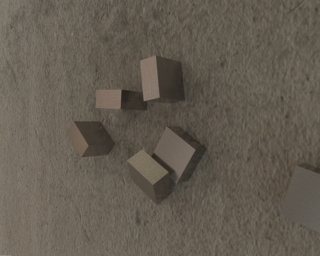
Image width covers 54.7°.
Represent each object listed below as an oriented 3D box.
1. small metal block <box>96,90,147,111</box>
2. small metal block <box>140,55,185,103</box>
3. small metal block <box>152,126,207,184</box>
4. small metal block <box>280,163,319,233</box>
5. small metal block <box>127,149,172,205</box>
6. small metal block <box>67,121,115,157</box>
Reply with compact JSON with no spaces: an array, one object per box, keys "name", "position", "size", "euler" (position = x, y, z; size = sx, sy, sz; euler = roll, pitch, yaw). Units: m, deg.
[{"name":"small metal block","position":[-0.053,-0.038,0.430],"size":[0.050,0.050,0.025],"euler":[5,94,39]},{"name":"small metal block","position":[0.004,-0.058,0.384],"size":[0.025,0.050,0.050],"euler":[-9,85,39]},{"name":"small metal block","position":[0.022,0.032,0.385],"size":[0.050,0.025,0.050],"euler":[40,114,32]},{"name":"small metal block","position":[0.146,0.065,0.284],"size":[0.050,0.025,0.050],"euler":[22,104,37]},{"name":"small metal block","position":[-0.013,0.063,0.397],"size":[0.050,0.025,0.050],"euler":[38,152,33]},{"name":"small metal block","position":[-0.105,0.016,0.473],"size":[0.050,0.050,0.025],"euler":[52,120,27]}]
